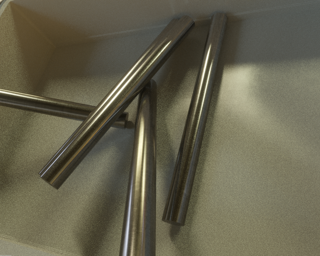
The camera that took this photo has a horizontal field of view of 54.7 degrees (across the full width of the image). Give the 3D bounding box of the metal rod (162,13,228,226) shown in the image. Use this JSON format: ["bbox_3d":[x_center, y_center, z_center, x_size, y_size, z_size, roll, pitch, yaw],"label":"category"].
[{"bbox_3d":[0.051,-0.029,0.395,0.025,0.025,0.300,2,62,28],"label":"metal rod"}]

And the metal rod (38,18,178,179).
[{"bbox_3d":[-0.054,-0.050,0.429,0.025,0.025,0.301,19,62,35],"label":"metal rod"}]

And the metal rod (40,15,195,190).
[{"bbox_3d":[-0.041,-0.048,0.406,0.025,0.025,0.301,19,61,35],"label":"metal rod"}]

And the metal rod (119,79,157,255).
[{"bbox_3d":[-0.016,0.018,0.326,0.025,0.025,0.300,-23,29,14],"label":"metal rod"}]

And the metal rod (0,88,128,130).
[{"bbox_3d":[-0.195,-0.038,0.445,0.302,0.025,0.025,11,64,3],"label":"metal rod"}]
